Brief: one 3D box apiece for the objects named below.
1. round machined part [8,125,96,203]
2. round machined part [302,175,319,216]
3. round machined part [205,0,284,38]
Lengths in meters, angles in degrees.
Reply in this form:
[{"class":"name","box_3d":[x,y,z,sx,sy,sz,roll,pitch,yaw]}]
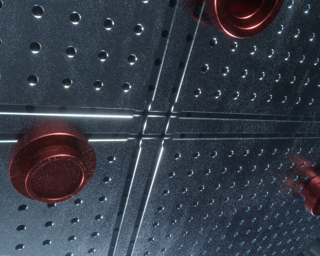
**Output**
[{"class":"round machined part","box_3d":[-0.123,0.049,0.364,0.099,0.042,0.097,-14,125,-21]},{"class":"round machined part","box_3d":[0.360,0.145,0.691,0.099,0.042,0.097,-14,125,-21]},{"class":"round machined part","box_3d":[0.093,-0.157,0.356,0.099,0.042,0.097,-14,125,-21]}]
